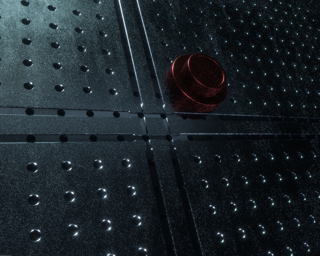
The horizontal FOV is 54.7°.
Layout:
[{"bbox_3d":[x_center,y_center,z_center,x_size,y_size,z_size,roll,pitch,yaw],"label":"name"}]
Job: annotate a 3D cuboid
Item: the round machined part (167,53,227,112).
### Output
[{"bbox_3d":[0.064,-0.077,0.480,0.099,0.042,0.098,14,56,-21],"label":"round machined part"}]
